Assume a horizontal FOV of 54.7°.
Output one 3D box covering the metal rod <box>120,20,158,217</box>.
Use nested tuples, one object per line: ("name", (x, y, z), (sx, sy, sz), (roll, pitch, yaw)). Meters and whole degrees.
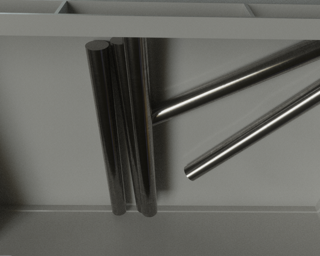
("metal rod", (-0.021, 0.016, 0.392), (0.025, 0.025, 0.298), (-1, 130, 1))

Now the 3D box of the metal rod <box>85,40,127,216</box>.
("metal rod", (-0.068, 0.025, 0.428), (0.025, 0.025, 0.298), (0, 130, 0))

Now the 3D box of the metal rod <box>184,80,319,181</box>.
("metal rod", (0.151, -0.012, 0.399), (0.299, 0.025, 0.025), (-37, 121, 27))

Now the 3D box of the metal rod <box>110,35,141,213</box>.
("metal rod", (-0.034, 0.019, 0.424), (0.025, 0.025, 0.298), (-2, 130, 2))

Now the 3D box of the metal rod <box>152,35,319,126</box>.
("metal rod", (0.121, -0.067, 0.352), (0.300, 0.025, 0.025), (-22, 127, 17))
